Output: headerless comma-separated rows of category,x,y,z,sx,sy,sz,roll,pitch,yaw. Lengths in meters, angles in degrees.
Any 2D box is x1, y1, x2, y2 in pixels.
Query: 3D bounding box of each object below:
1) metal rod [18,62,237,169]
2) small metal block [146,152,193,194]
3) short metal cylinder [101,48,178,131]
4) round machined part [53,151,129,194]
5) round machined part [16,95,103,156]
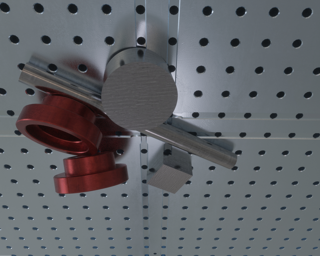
metal rod,-0.026,-0.008,0.404,0.302,0.025,0.025,23,126,-19
small metal block,0.014,0.069,0.471,0.050,0.025,0.050,24,126,-19
short metal cylinder,-0.024,-0.044,0.348,0.081,0.050,0.079,-3,120,-6
round machined part,-0.095,0.057,0.425,0.098,0.098,0.042,-8,90,7
round machined part,-0.118,-0.004,0.379,0.099,0.042,0.098,12,155,6
